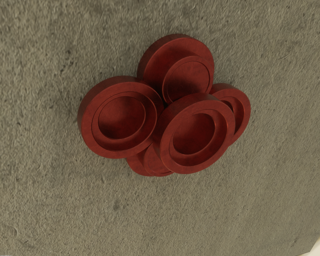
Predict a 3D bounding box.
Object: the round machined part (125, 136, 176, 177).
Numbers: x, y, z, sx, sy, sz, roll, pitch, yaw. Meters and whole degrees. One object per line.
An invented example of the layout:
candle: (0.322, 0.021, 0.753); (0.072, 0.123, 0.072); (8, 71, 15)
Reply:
round machined part: (0.002, 0.026, 0.416); (0.099, 0.042, 0.097); (-14, 125, -21)

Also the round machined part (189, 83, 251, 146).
round machined part: (0.073, -0.017, 0.428); (0.099, 0.042, 0.097); (-14, 125, -21)

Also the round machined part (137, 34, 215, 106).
round machined part: (0.025, -0.060, 0.375); (0.099, 0.042, 0.097); (-14, 125, -21)

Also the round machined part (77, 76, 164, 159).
round machined part: (-0.048, -0.016, 0.363); (0.099, 0.042, 0.097); (-14, 125, -21)

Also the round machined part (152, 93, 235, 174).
round machined part: (0.036, 0.003, 0.365); (0.099, 0.042, 0.097); (-14, 125, -21)
